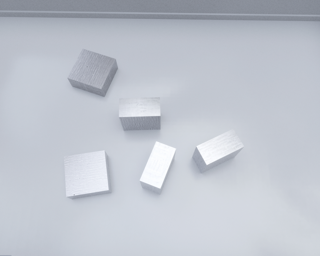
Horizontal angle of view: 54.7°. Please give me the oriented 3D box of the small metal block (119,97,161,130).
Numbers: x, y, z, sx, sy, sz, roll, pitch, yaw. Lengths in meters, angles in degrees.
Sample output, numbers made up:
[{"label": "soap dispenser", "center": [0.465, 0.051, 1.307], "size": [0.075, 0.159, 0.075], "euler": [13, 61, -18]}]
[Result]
[{"label": "small metal block", "center": [-0.025, -0.017, 0.402], "size": [0.050, 0.050, 0.025], "euler": [-2, 70, -1]}]

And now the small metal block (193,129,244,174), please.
[{"label": "small metal block", "center": [0.071, 0.030, 0.386], "size": [0.050, 0.050, 0.025], "euler": [-25, 72, -9]}]

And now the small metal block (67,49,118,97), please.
[{"label": "small metal block", "center": [-0.094, -0.078, 0.437], "size": [0.050, 0.025, 0.050], "euler": [19, 71, 6]}]

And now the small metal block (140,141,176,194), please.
[{"label": "small metal block", "center": [-0.002, 0.050, 0.378], "size": [0.025, 0.050, 0.050], "euler": [20, 71, 7]}]

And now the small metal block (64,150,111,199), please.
[{"label": "small metal block", "center": [-0.090, 0.059, 0.387], "size": [0.050, 0.025, 0.050], "euler": [-9, 70, -3]}]
